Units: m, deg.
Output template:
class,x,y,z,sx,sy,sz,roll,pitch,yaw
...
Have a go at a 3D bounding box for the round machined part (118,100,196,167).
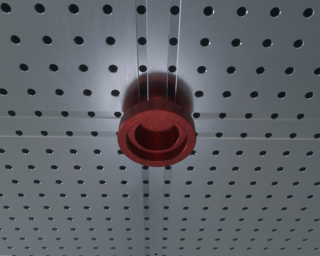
class,x,y,z,sx,sy,sz,roll,pitch,yaw
round machined part,-0.004,0.002,0.402,0.099,0.042,0.097,0,130,0
